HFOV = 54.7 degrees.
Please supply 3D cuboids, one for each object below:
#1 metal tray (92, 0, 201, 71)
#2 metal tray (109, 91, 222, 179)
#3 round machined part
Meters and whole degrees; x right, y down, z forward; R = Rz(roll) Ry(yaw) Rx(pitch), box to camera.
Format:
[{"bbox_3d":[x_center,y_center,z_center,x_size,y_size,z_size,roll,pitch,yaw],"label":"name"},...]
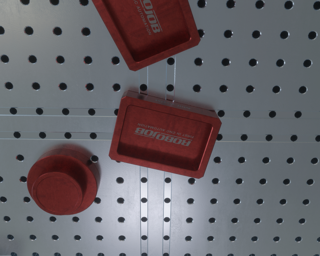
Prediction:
[{"bbox_3d":[-0.018,-0.134,0.334,0.090,0.030,0.130,-22,133,8],"label":"metal tray"},{"bbox_3d":[0.005,0.010,0.414,0.131,0.030,0.089,13,110,-5],"label":"metal tray"},{"bbox_3d":[-0.137,0.082,0.433,0.099,0.042,0.097,0,110,0],"label":"round machined part"}]
